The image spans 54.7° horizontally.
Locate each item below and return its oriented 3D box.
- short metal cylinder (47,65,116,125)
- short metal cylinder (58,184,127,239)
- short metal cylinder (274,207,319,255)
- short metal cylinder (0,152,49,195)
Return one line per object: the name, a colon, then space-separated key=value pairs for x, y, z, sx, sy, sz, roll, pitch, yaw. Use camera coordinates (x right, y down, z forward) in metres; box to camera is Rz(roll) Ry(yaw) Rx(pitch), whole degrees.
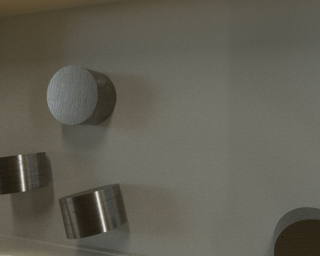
short metal cylinder: x=-0.109 y=-0.044 z=0.436 sx=0.080 sy=0.050 sz=0.080 roll=0 pitch=90 yaw=20
short metal cylinder: x=-0.088 y=0.109 z=0.412 sx=0.080 sy=0.080 sz=0.050 roll=-15 pitch=85 yaw=19
short metal cylinder: x=0.167 y=0.132 z=0.338 sx=0.080 sy=0.050 sz=0.080 roll=0 pitch=90 yaw=20
short metal cylinder: x=-0.208 y=0.065 z=0.455 sx=0.080 sy=0.080 sz=0.050 roll=-8 pitch=88 yaw=20
